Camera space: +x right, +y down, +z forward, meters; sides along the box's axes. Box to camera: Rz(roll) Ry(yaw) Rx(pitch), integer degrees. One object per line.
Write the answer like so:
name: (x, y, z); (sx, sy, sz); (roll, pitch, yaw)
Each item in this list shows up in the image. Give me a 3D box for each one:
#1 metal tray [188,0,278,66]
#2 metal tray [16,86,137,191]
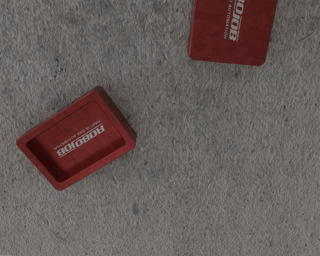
metal tray: (0.084, -0.142, 0.356); (0.091, 0.030, 0.129); (5, 110, -2)
metal tray: (-0.108, 0.016, 0.411); (0.130, 0.030, 0.090); (-31, 108, 10)
